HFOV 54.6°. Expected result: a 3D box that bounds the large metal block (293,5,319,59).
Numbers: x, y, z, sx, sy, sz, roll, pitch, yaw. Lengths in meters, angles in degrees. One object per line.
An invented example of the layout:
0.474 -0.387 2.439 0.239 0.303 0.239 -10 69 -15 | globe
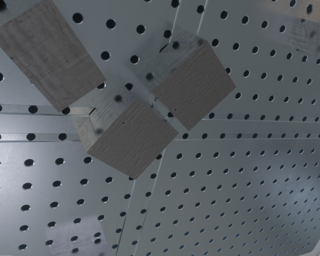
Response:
0.245 -0.135 0.425 0.080 0.080 0.050 -26 128 -12 | large metal block

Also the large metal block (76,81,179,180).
-0.039 0.005 0.376 0.080 0.050 0.080 -48 129 5 | large metal block

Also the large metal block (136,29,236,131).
0.032 -0.057 0.377 0.080 0.050 0.080 -44 129 2 | large metal block

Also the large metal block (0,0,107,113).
-0.100 -0.073 0.275 0.050 0.080 0.080 -36 129 -5 | large metal block

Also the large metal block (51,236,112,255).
-0.116 0.221 0.468 0.081 0.050 0.079 -9 122 -24 | large metal block
